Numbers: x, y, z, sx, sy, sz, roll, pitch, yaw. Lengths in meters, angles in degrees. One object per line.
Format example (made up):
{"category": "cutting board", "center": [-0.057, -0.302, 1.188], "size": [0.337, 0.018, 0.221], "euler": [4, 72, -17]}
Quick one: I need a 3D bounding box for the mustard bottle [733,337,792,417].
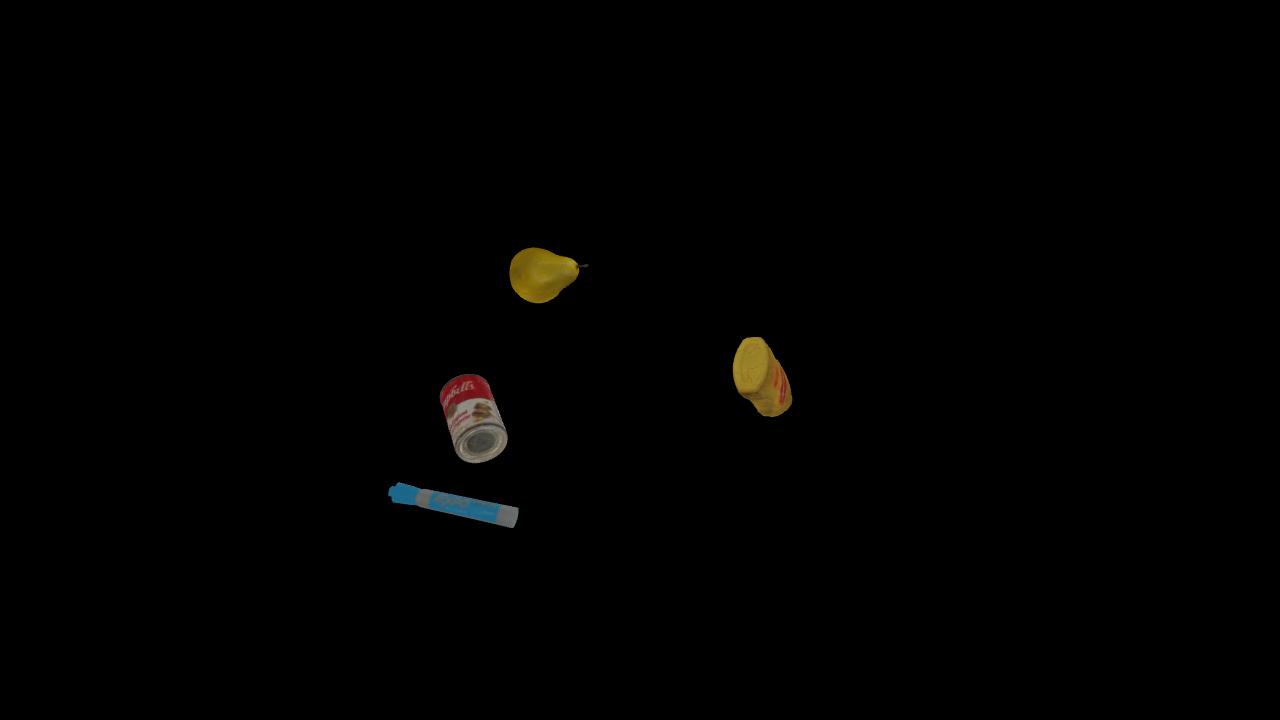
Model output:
{"category": "mustard bottle", "center": [0.198, 0.040, 0.954], "size": [0.054, 0.092, 0.184], "euler": [-8, -27, 26]}

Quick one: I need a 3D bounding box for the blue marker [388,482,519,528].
{"category": "blue marker", "center": [-0.173, 0.133, 0.566], "size": [0.121, 0.020, 0.020], "euler": [11, 1, 4]}

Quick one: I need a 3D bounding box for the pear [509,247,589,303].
{"category": "pear", "center": [-0.119, -0.120, 0.842], "size": [0.111, 0.080, 0.080], "euler": [-6, -1, 9]}

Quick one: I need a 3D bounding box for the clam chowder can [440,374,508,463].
{"category": "clam chowder can", "center": [-0.216, 0.075, 0.798], "size": [0.068, 0.068, 0.102], "euler": [0, 37, -31]}
